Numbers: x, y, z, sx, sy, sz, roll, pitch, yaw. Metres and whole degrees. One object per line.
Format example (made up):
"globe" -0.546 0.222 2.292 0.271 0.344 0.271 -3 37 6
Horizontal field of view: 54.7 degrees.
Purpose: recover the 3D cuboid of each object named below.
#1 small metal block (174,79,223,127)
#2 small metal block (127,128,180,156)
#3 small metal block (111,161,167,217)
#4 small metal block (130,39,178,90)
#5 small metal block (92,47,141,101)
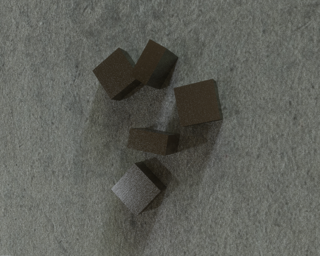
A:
"small metal block" 0.049 -0.030 0.391 0.050 0.025 0.050 -11 86 19
"small metal block" -0.007 0.016 0.397 0.050 0.050 0.025 10 94 19
"small metal block" -0.028 0.081 0.418 0.050 0.025 0.050 45 103 14
"small metal block" -0.006 -0.080 0.397 0.025 0.050 0.050 33 101 16
"small metal block" -0.056 -0.073 0.428 0.050 0.025 0.050 -37 79 16
